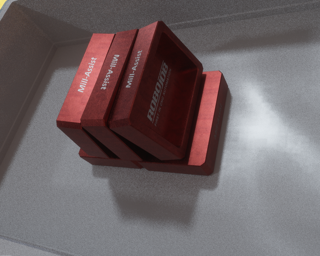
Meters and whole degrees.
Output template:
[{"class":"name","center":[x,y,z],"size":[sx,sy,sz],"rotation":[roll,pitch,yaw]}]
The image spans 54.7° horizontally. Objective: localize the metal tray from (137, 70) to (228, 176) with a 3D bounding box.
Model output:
[{"class":"metal tray","center":[0.030,-0.009,0.391],"size":[0.090,0.030,0.130],"rotation":[1,62,28]}]

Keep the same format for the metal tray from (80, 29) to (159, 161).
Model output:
[{"class":"metal tray","center":[-0.034,-0.038,0.363],"size":[0.030,0.090,0.130],"rotation":[0,60,28]}]

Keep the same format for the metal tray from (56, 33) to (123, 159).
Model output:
[{"class":"metal tray","center":[-0.071,-0.039,0.381],"size":[0.030,0.090,0.130],"rotation":[6,64,17]}]

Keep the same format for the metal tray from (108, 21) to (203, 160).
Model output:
[{"class":"metal tray","center":[0.002,-0.040,0.344],"size":[0.030,0.090,0.130],"rotation":[-9,57,41]}]

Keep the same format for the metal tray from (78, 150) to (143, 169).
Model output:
[{"class":"metal tray","center":[-0.051,-0.011,0.433],"size":[0.090,0.030,0.130],"rotation":[1,62,28]}]
